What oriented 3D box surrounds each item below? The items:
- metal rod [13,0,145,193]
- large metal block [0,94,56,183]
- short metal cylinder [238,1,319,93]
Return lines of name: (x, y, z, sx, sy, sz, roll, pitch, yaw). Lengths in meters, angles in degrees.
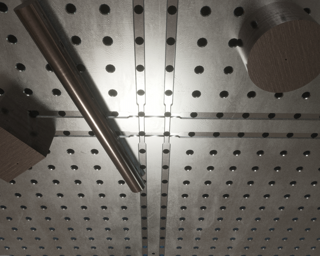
metal rod: (-0.084, -0.015, 0.397, 0.025, 0.025, 0.299, -15, 129, 12)
large metal block: (-0.201, 0.016, 0.406, 0.080, 0.050, 0.080, -31, 124, 23)
short metal cylinder: (0.127, -0.084, 0.326, 0.081, 0.050, 0.079, 0, 130, 0)
